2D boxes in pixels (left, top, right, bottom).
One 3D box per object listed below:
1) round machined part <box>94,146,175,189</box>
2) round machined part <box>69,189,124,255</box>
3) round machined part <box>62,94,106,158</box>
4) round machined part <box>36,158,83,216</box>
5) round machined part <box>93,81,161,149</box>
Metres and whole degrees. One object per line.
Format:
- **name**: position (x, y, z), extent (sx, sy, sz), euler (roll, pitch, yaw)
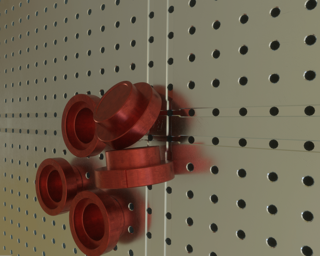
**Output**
- **round machined part**: position (-0.033, 0.046, 0.389), extent (0.098, 0.099, 0.042), euler (-8, 87, 40)
- **round machined part**: position (-0.094, 0.142, 0.477), extent (0.098, 0.042, 0.097), euler (0, 90, 40)
- **round machined part**: position (-0.110, -0.004, 0.490), extent (0.098, 0.042, 0.097), euler (1, 91, 40)
- **round machined part**: position (-0.174, 0.100, 0.544), extent (0.098, 0.042, 0.097), euler (0, 90, 40)
- **round machined part**: position (-0.049, -0.024, 0.409), extent (0.098, 0.042, 0.098), euler (-28, 38, 25)
